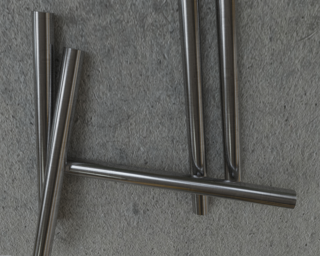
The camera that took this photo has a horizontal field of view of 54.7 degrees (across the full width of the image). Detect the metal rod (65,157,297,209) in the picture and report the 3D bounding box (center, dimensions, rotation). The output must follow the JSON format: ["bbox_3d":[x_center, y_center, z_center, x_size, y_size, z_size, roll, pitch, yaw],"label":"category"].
[{"bbox_3d":[0.022,0.072,0.413,0.302,0.025,0.025,8,110,6],"label":"metal rod"}]

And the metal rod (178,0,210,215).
[{"bbox_3d":[0.046,-0.019,0.403,0.025,0.025,0.298,-5,110,2],"label":"metal rod"}]

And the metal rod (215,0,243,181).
[{"bbox_3d":[0.086,-0.068,0.385,0.025,0.025,0.298,-6,110,2],"label":"metal rod"}]

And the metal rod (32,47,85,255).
[{"bbox_3d":[-0.136,0.046,0.406,0.025,0.025,0.298,12,102,-5],"label":"metal rod"}]

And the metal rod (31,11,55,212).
[{"bbox_3d":[-0.151,0.005,0.409,0.025,0.025,0.298,6,110,-2],"label":"metal rod"}]
